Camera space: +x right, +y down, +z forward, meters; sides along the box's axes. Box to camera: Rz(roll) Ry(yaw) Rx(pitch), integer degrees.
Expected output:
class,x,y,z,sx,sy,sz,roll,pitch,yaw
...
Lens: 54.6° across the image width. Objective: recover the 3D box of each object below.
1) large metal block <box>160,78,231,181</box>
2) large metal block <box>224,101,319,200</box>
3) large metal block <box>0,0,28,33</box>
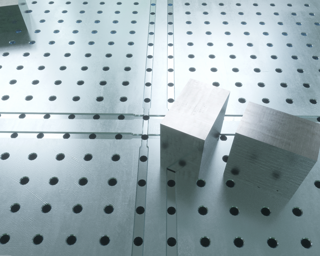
class,x,y,z,sx,sy,sz,roll,pitch,yaw
large metal block,0.041,0.002,0.371,0.050,0.080,0.080,21,53,17
large metal block,0.125,0.026,0.351,0.080,0.080,0.050,20,53,16
large metal block,-0.295,-0.221,0.576,0.081,0.050,0.080,-11,51,-9
